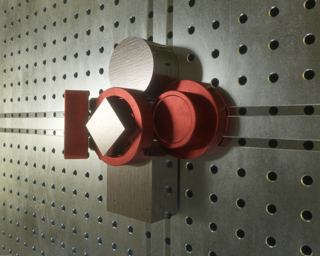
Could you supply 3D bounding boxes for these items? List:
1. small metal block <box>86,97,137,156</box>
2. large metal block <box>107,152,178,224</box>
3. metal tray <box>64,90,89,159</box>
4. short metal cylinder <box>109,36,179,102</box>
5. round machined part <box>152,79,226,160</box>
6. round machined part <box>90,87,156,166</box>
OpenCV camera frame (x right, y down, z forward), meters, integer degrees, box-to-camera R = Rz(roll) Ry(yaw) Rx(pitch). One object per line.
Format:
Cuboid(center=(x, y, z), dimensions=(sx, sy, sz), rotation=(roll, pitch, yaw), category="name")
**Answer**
Cuboid(center=(-0.058, -0.001, 0.377), dimensions=(0.050, 0.025, 0.050), rotation=(-49, 61, 29), category="small metal block")
Cuboid(center=(-0.024, 0.072, 0.410), dimensions=(0.080, 0.050, 0.080), rotation=(1, 91, 40), category="large metal block")
Cuboid(center=(-0.122, -0.006, 0.460), dimensions=(0.130, 0.030, 0.089), rotation=(-175, 86, -77), category="metal tray")
Cuboid(center=(-0.022, -0.076, 0.411), dimensions=(0.080, 0.050, 0.080), rotation=(0, 90, 40), category="short metal cylinder")
Cuboid(center=(0.026, -0.010, 0.375), dimensions=(0.098, 0.042, 0.097), rotation=(0, 90, 40), category="round machined part")
Cuboid(center=(-0.044, -0.002, 0.397), dimensions=(0.098, 0.042, 0.097), rotation=(0, 90, 40), category="round machined part")
